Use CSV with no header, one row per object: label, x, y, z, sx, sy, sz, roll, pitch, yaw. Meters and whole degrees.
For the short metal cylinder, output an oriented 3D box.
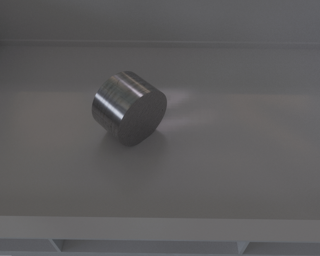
short metal cylinder,-0.037,-0.024,0.390,0.080,0.080,0.050,-37,59,-27
